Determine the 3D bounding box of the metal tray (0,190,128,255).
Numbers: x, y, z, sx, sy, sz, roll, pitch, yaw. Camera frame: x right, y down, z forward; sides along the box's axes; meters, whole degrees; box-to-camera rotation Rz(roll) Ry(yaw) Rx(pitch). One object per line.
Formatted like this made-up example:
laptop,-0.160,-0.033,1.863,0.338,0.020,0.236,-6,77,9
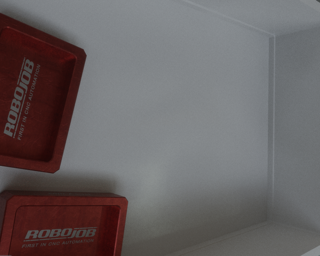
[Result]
metal tray,-0.100,0.113,0.320,0.131,0.030,0.090,12,82,-40

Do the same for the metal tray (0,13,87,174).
metal tray,-0.130,-0.028,0.295,0.091,0.030,0.129,18,79,-39
